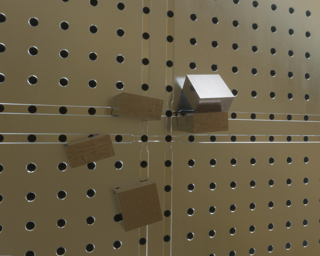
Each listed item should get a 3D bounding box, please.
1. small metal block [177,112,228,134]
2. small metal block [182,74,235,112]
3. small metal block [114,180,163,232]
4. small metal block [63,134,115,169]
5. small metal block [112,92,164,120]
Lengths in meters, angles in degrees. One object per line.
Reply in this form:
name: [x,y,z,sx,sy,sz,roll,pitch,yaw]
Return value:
small metal block: [0.057,-0.009,0.419,0.050,0.050,0.025,-4,95,-20]
small metal block: [0.064,-0.048,0.421,0.050,0.050,0.025,-4,136,-20]
small metal block: [-0.028,0.099,0.402,0.050,0.025,0.050,-12,94,-20]
small metal block: [-0.085,0.026,0.368,0.050,0.050,0.025,-16,96,-19]
small metal block: [-0.029,-0.025,0.388,0.050,0.050,0.025,9,87,-20]
